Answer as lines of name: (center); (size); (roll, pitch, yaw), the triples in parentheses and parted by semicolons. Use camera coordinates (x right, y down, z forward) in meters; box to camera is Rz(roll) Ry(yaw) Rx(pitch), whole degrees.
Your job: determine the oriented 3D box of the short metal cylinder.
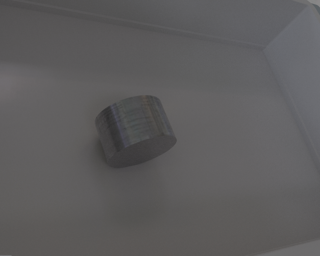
short metal cylinder: (-0.028, 0.006, 0.352); (0.081, 0.080, 0.050); (-9, 66, -32)
